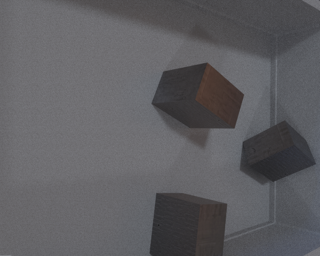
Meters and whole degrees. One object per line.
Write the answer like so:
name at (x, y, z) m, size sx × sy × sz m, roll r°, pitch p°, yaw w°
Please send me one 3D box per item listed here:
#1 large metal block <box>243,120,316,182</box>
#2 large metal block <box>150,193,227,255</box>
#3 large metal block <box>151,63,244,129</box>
large metal block at (0.204, 0.042, 0.531) m, size 0.080 × 0.080 × 0.050 m, roll 32°, pitch 39°, yaw -35°
large metal block at (0.035, 0.131, 0.401) m, size 0.050 × 0.080 × 0.080 m, roll 11°, pitch 83°, yaw -40°
large metal block at (0.050, -0.039, 0.413) m, size 0.080 × 0.080 × 0.050 m, roll 31°, pitch 71°, yaw -36°
